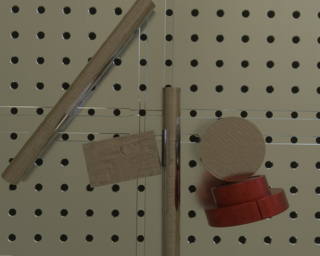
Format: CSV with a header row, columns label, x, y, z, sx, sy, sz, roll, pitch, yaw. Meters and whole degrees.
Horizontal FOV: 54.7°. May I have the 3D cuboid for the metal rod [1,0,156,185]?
label,x,y,z,sx,sy,sz,roll,pitch,yaw
metal rod,-0.107,-0.051,0.411,0.025,0.025,0.300,38,90,-1

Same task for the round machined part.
label,x,y,z,sx,sy,sz,roll,pitch,yaw
round machined part,0.101,0.086,0.379,0.099,0.098,0.042,-15,81,0

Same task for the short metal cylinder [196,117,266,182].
label,x,y,z,sx,sy,sz,roll,pitch,yaw
short metal cylinder,0.089,0.026,0.402,0.081,0.050,0.079,0,90,-1

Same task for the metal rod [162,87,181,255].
label,x,y,z,sx,sy,sz,roll,pitch,yaw
metal rod,0.015,0.096,0.413,0.025,0.025,0.298,0,90,-1

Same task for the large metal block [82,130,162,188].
label,x,y,z,sx,sy,sz,roll,pitch,yaw
large metal block,-0.043,0.035,0.385,0.080,0.080,0.050,-11,90,0
